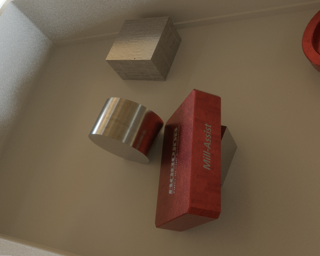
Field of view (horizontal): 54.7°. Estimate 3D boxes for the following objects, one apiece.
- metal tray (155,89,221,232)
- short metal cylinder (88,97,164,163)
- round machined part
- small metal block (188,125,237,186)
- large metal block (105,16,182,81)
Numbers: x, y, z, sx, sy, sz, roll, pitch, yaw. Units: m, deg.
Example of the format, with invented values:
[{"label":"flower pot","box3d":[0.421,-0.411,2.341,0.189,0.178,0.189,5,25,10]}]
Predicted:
[{"label":"metal tray","box3d":[0.029,0.036,0.328,0.030,0.090,0.130,15,60,-15]},{"label":"short metal cylinder","box3d":[-0.041,0.005,0.388,0.080,0.080,0.050,10,67,32]},{"label":"round machined part","box3d":[0.210,-0.095,0.331,0.098,0.042,0.098,-25,50,35]},{"label":"small metal block","box3d":[0.059,0.029,0.340,0.025,0.050,0.050,13,68,33]},{"label":"large metal block","box3d":[-0.023,-0.120,0.474,0.080,0.050,0.080,7,65,31]}]
